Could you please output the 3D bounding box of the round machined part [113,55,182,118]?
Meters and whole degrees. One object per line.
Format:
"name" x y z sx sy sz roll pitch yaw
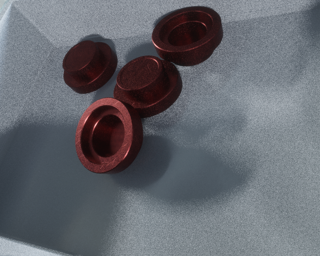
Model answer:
"round machined part" -0.021 -0.064 0.436 0.098 0.042 0.098 -13 48 15

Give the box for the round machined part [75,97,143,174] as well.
"round machined part" -0.062 0.012 0.408 0.098 0.042 0.098 -8 75 32

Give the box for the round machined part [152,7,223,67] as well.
"round machined part" 0.041 -0.127 0.444 0.098 0.042 0.098 -10 51 13

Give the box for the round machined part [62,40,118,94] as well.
"round machined part" -0.126 -0.110 0.529 0.098 0.042 0.098 -13 56 21
